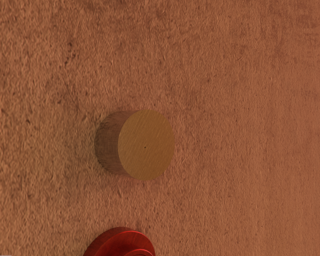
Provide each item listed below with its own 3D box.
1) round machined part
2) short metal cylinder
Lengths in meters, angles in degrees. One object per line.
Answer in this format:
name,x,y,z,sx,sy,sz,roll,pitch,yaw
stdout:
round machined part,-0.042,0.170,0.361,0.099,0.042,0.097,0,90,-40
short metal cylinder,-0.029,0.019,0.366,0.081,0.050,0.079,0,90,-40
